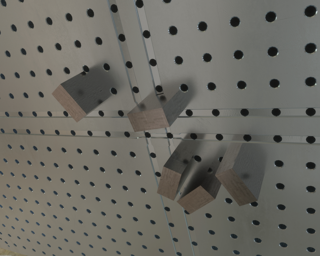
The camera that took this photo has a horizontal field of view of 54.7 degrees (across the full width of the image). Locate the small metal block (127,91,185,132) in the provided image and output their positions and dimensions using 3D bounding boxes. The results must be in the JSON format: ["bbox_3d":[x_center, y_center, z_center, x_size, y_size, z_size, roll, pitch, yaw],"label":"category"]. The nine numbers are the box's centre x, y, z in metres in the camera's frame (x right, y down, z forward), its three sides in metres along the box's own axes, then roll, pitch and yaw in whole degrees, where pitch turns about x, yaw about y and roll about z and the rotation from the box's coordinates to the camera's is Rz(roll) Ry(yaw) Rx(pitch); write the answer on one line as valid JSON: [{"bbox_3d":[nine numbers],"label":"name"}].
[{"bbox_3d":[-0.004,-0.021,0.383,0.050,0.050,0.025,-8,114,31],"label":"small metal block"}]

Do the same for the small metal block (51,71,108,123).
[{"bbox_3d":[-0.109,-0.043,0.424,0.025,0.050,0.050,-34,100,38],"label":"small metal block"}]

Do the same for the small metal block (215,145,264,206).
[{"bbox_3d":[0.099,0.057,0.378,0.025,0.050,0.050,-32,101,38],"label":"small metal block"}]

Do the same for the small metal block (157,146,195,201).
[{"bbox_3d":[0.022,0.061,0.420,0.025,0.050,0.050,23,127,14],"label":"small metal block"}]

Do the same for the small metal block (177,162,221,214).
[{"bbox_3d":[0.055,0.081,0.415,0.025,0.050,0.050,44,129,-2],"label":"small metal block"}]
